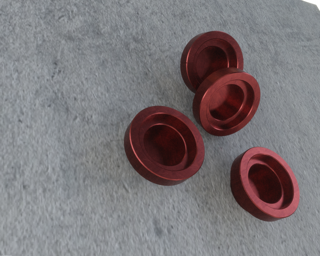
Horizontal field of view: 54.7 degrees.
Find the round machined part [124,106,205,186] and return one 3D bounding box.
[{"bbox_3d":[0.002,0.025,0.381,0.099,0.042,0.098,14,56,-21],"label":"round machined part"}]

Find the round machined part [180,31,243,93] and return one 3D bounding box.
[{"bbox_3d":[0.075,-0.096,0.473,0.099,0.042,0.097,-5,102,-22],"label":"round machined part"}]

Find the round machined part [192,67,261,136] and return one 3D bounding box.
[{"bbox_3d":[0.090,-0.040,0.444,0.099,0.097,0.042,4,26,-27],"label":"round machined part"}]

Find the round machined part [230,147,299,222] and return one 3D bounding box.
[{"bbox_3d":[0.136,0.078,0.421,0.099,0.042,0.098,14,56,-21],"label":"round machined part"}]
